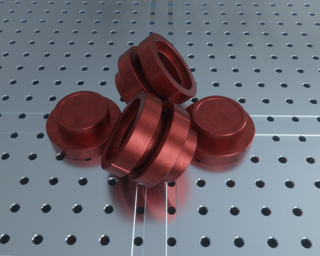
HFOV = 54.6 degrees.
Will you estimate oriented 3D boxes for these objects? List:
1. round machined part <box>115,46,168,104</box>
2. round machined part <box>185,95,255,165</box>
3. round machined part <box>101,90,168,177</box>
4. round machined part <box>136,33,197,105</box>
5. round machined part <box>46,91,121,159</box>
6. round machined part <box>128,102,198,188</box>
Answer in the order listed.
[{"bbox_3d":[-0.023,-0.059,0.425,0.042,0.098,0.098,-32,45,26],"label":"round machined part"},{"bbox_3d":[0.074,-0.004,0.401,0.099,0.042,0.098,0,50,0],"label":"round machined part"},{"bbox_3d":[-0.023,0.010,0.346,0.042,0.098,0.098,28,48,-18],"label":"round machined part"},{"bbox_3d":[0.003,-0.073,0.413,0.042,0.098,0.098,-32,45,26],"label":"round machined part"},{"bbox_3d":[-0.099,-0.011,0.405,0.099,0.042,0.098,0,50,0],"label":"round machined part"},{"bbox_3d":[0.006,0.023,0.353,0.042,0.098,0.098,29,48,-18],"label":"round machined part"}]
